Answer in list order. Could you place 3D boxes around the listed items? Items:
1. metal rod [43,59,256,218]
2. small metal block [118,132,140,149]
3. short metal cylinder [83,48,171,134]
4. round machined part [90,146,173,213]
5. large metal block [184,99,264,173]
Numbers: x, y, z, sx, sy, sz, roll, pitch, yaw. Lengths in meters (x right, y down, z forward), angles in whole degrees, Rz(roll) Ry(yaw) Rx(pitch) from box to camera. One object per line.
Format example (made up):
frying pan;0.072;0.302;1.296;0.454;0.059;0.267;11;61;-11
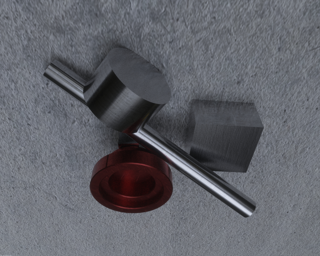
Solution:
metal rod;-0.004;0.019;0.376;0.301;0.025;0.025;36;122;-10
small metal block;-0.038;0.022;0.411;0.025;0.050;0.050;-2;130;1
short metal cylinder;-0.035;-0.041;0.337;0.080;0.080;0.050;30;124;-24
round machined part;-0.034;0.060;0.384;0.099;0.042;0.097;-1;132;0
large metal block;0.078;0.011;0.403;0.081;0.050;0.079;3;130;-4
